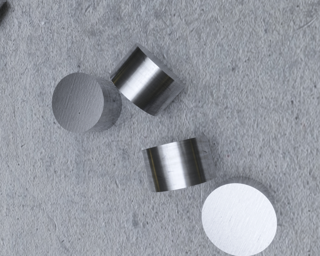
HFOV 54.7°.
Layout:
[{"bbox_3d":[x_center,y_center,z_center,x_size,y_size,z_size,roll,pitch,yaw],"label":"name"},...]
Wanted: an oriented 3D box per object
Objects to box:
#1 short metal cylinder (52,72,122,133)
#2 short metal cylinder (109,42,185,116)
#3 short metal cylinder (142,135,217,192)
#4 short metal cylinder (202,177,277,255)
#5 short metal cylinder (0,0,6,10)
[{"bbox_3d":[-0.101,-0.034,0.431,0.080,0.050,0.080,0,90,20],"label":"short metal cylinder"},{"bbox_3d":[-0.015,-0.060,0.385,0.080,0.080,0.050,46,104,14],"label":"short metal cylinder"},{"bbox_3d":[0.023,0.042,0.372,0.080,0.080,0.050,-15,85,19],"label":"short metal cylinder"},{"bbox_3d":[0.094,0.100,0.362,0.080,0.050,0.080,0,90,20],"label":"short metal cylinder"},{"bbox_3d":[-0.293,-0.204,0.483,0.080,0.080,0.050,44,104,14],"label":"short metal cylinder"}]
